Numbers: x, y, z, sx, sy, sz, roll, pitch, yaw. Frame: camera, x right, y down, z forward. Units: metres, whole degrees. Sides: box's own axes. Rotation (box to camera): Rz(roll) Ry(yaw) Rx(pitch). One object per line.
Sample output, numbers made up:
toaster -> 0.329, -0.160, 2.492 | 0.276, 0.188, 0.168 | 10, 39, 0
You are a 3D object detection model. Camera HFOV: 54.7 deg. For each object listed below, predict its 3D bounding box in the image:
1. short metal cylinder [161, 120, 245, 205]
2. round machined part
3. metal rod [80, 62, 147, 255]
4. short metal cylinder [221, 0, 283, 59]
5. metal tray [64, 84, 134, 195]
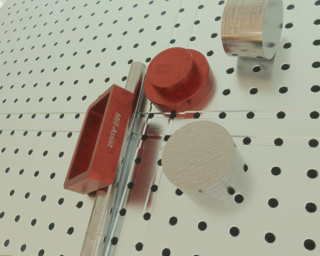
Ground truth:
short metal cylinder -> 0.049, 0.039, 0.343 | 0.080, 0.050, 0.080 | -13, 56, 21
round machined part -> 0.020, -0.073, 0.432 | 0.098, 0.042, 0.098 | -13, 56, 21
metal rod -> -0.058, 0.036, 0.416 | 0.025, 0.025, 0.300 | -4, 60, 26
short metal cylinder -> 0.118, -0.129, 0.390 | 0.050, 0.080, 0.080 | 13, 68, 33
metal tray -> -0.081, 0.016, 0.410 | 0.090, 0.030, 0.130 | -28, 44, 49
